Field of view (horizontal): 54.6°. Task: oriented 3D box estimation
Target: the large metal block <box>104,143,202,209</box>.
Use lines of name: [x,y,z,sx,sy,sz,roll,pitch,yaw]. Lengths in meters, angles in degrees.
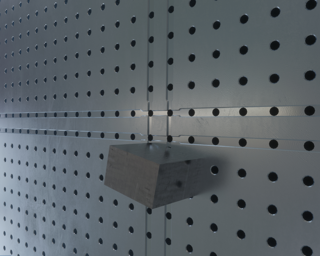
large metal block: [-0.009,0.053,0.382,0.080,0.081,0.050,16,100,39]
